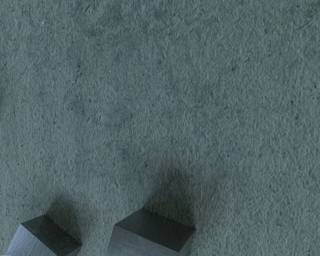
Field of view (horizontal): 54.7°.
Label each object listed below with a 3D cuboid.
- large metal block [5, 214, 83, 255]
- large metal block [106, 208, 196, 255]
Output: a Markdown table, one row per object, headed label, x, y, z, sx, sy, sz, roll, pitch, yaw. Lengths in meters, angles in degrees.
| label | x | y | z | sx | sy | sz | roll | pitch | yaw |
| --- | --- | --- | --- | --- | --- | --- | --- | --- | --- |
| large metal block | -0.176 | 0.190 | 0.458 | 0.080 | 0.050 | 0.080 | 32 | 100 | 17 |
| large metal block | -0.009 | 0.146 | 0.383 | 0.080 | 0.080 | 0.050 | 17 | 96 | 19 |
